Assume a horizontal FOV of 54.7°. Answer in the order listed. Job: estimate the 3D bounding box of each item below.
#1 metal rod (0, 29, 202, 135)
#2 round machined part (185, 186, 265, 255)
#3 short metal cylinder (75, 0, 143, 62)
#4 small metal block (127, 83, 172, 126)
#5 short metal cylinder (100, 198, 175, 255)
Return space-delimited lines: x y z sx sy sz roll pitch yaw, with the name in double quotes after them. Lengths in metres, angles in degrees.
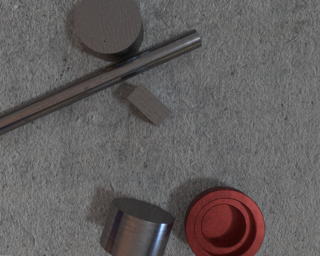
-0.088 -0.058 0.409 0.301 0.025 0.025 -24 90 0 "metal rod"
0.080 0.124 0.402 0.099 0.042 0.097 0 90 0 "round machined part"
-0.062 -0.129 0.397 0.081 0.050 0.079 0 90 0 "short metal cylinder"
-0.013 -0.028 0.397 0.050 0.050 0.025 43 90 0 "small metal block"
-0.028 0.125 0.382 0.080 0.080 0.050 18 90 0 "short metal cylinder"
